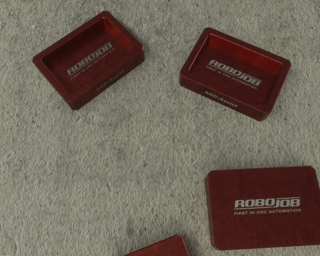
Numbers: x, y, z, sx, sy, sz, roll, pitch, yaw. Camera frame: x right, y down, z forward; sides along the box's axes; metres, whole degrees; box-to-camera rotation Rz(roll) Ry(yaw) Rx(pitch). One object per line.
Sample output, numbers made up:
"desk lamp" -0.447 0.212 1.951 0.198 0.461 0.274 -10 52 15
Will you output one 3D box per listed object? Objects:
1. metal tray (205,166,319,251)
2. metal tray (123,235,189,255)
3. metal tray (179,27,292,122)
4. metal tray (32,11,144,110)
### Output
"metal tray" 0.124 0.095 0.371 0.131 0.030 0.090 -3 70 -1
"metal tray" 0.004 0.194 0.334 0.091 0.030 0.130 -20 71 -7
"metal tray" 0.104 -0.077 0.433 0.130 0.030 0.090 26 72 9
"metal tray" -0.098 -0.098 0.440 0.130 0.030 0.090 -39 75 -13
